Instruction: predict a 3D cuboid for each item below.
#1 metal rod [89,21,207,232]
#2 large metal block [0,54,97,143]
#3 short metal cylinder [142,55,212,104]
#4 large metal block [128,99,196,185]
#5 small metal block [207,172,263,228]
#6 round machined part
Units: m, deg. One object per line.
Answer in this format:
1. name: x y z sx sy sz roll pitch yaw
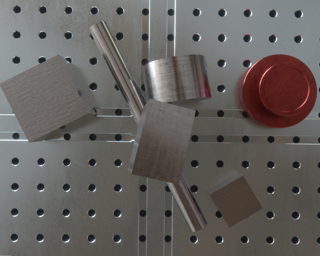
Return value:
1. metal rod: -0.015 -0.002 0.413 0.025 0.025 0.299 -27 90 0
2. large metal block: -0.140 -0.036 0.400 0.080 0.050 0.080 -27 90 0
3. short metal cylinder: 0.021 -0.056 0.386 0.080 0.080 0.050 -9 90 0
4. large metal block: -0.001 0.017 0.360 0.050 0.080 0.080 14 84 -8
5. small metal block: 0.099 0.095 0.414 0.050 0.025 0.050 -31 90 0
6. round machined part: 0.158 -0.048 0.406 0.099 0.042 0.097 0 90 0
